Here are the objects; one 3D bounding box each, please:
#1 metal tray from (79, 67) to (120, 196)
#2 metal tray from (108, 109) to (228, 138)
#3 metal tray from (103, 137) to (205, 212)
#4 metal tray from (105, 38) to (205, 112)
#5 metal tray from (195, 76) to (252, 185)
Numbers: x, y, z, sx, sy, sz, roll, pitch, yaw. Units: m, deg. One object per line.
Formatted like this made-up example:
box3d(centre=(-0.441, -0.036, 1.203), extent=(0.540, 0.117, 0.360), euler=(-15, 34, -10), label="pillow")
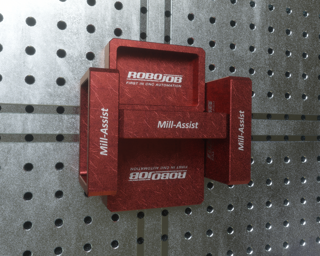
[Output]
box3d(centre=(-0.072, 0.004, 0.352), extent=(0.030, 0.090, 0.129), euler=(1, 90, -20), label="metal tray")
box3d(centre=(0.004, -0.004, 0.379), extent=(0.131, 0.090, 0.030), euler=(1, 90, -20), label="metal tray")
box3d(centre=(-0.006, 0.057, 0.407), extent=(0.131, 0.030, 0.089), euler=(1, 90, -21), label="metal tray")
box3d(centre=(-0.005, -0.064, 0.409), extent=(0.131, 0.030, 0.089), euler=(1, 90, -21), label="metal tray")
box3d(centre=(0.081, 0.003, 0.409), extent=(0.030, 0.090, 0.129), euler=(1, 90, -20), label="metal tray")
